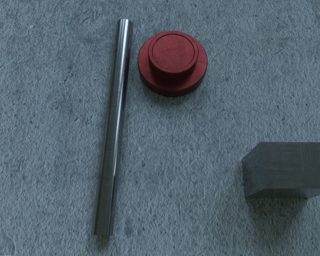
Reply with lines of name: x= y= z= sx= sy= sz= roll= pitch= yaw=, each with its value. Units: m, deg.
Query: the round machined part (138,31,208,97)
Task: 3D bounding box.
round machined part: x=0.018 y=-0.096 z=0.435 sx=0.099 sy=0.042 sz=0.098 roll=0 pitch=70 yaw=-1

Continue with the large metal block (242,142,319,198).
large metal block: x=0.148 y=0.052 z=0.362 sx=0.081 sy=0.080 sz=0.050 roll=1 pitch=70 yaw=0

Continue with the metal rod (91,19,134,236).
metal rod: x=-0.060 y=-0.015 z=0.412 sx=0.025 sy=0.025 sz=0.299 roll=3 pitch=70 yaw=1
